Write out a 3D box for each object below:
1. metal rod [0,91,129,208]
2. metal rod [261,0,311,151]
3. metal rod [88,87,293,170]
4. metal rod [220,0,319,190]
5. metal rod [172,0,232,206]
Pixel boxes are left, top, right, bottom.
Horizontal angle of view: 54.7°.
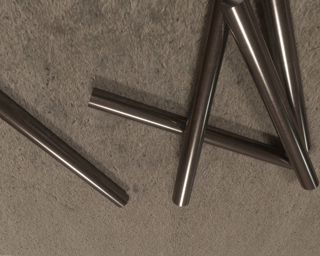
[{"bbox_3d":[-0.146,0.026,0.426,0.025,0.025,0.300,-28,125,21],"label":"metal rod"},{"bbox_3d":[0.138,-0.078,0.342,0.025,0.025,0.299,-18,128,14],"label":"metal rod"},{"bbox_3d":[0.056,0.006,0.412,0.302,0.025,0.025,17,128,-15],"label":"metal rod"},{"bbox_3d":[0.141,-0.017,0.361,0.025,0.025,0.300,-24,128,19],"label":"metal rod"},{"bbox_3d":[0.047,-0.022,0.362,0.025,0.025,0.298,5,122,-5],"label":"metal rod"}]
